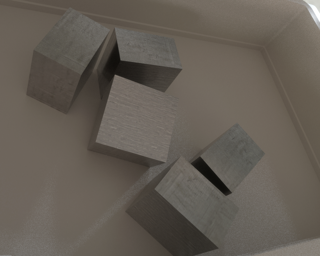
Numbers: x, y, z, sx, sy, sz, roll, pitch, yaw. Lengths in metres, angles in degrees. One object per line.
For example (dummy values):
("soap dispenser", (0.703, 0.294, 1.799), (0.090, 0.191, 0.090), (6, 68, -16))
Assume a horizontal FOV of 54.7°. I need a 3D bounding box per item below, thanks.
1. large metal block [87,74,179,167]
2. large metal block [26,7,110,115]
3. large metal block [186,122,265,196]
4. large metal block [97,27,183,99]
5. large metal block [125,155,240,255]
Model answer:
("large metal block", (-0.031, -0.005, 0.365), (0.081, 0.050, 0.080), (19, 70, -18))
("large metal block", (-0.107, -0.076, 0.360), (0.050, 0.080, 0.080), (28, 52, -11))
("large metal block", (0.067, 0.049, 0.379), (0.050, 0.080, 0.081), (50, 51, 6))
("large metal block", (-0.030, -0.077, 0.403), (0.081, 0.080, 0.050), (2, 61, -28))
("large metal block", (0.021, 0.088, 0.330), (0.080, 0.080, 0.050), (43, 51, 1))
